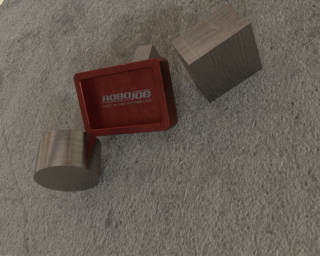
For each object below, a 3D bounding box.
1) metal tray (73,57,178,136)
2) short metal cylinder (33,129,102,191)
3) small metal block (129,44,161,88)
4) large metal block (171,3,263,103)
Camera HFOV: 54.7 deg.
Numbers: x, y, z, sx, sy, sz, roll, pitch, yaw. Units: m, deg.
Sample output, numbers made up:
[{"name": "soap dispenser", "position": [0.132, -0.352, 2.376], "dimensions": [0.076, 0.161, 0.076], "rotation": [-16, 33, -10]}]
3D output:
[{"name": "metal tray", "position": [-0.047, -0.039, 0.415], "dimensions": [0.130, 0.030, 0.089], "rotation": [-5, 101, 25]}, {"name": "short metal cylinder", "position": [-0.118, 0.044, 0.403], "dimensions": [0.080, 0.080, 0.050], "rotation": [-17, 55, 18]}, {"name": "small metal block", "position": [-0.016, -0.084, 0.448], "dimensions": [0.025, 0.050, 0.050], "rotation": [0, 62, 28]}, {"name": "large metal block", "position": [0.072, -0.090, 0.386], "dimensions": [0.080, 0.080, 0.050], "rotation": [-34, 52, 6]}]
